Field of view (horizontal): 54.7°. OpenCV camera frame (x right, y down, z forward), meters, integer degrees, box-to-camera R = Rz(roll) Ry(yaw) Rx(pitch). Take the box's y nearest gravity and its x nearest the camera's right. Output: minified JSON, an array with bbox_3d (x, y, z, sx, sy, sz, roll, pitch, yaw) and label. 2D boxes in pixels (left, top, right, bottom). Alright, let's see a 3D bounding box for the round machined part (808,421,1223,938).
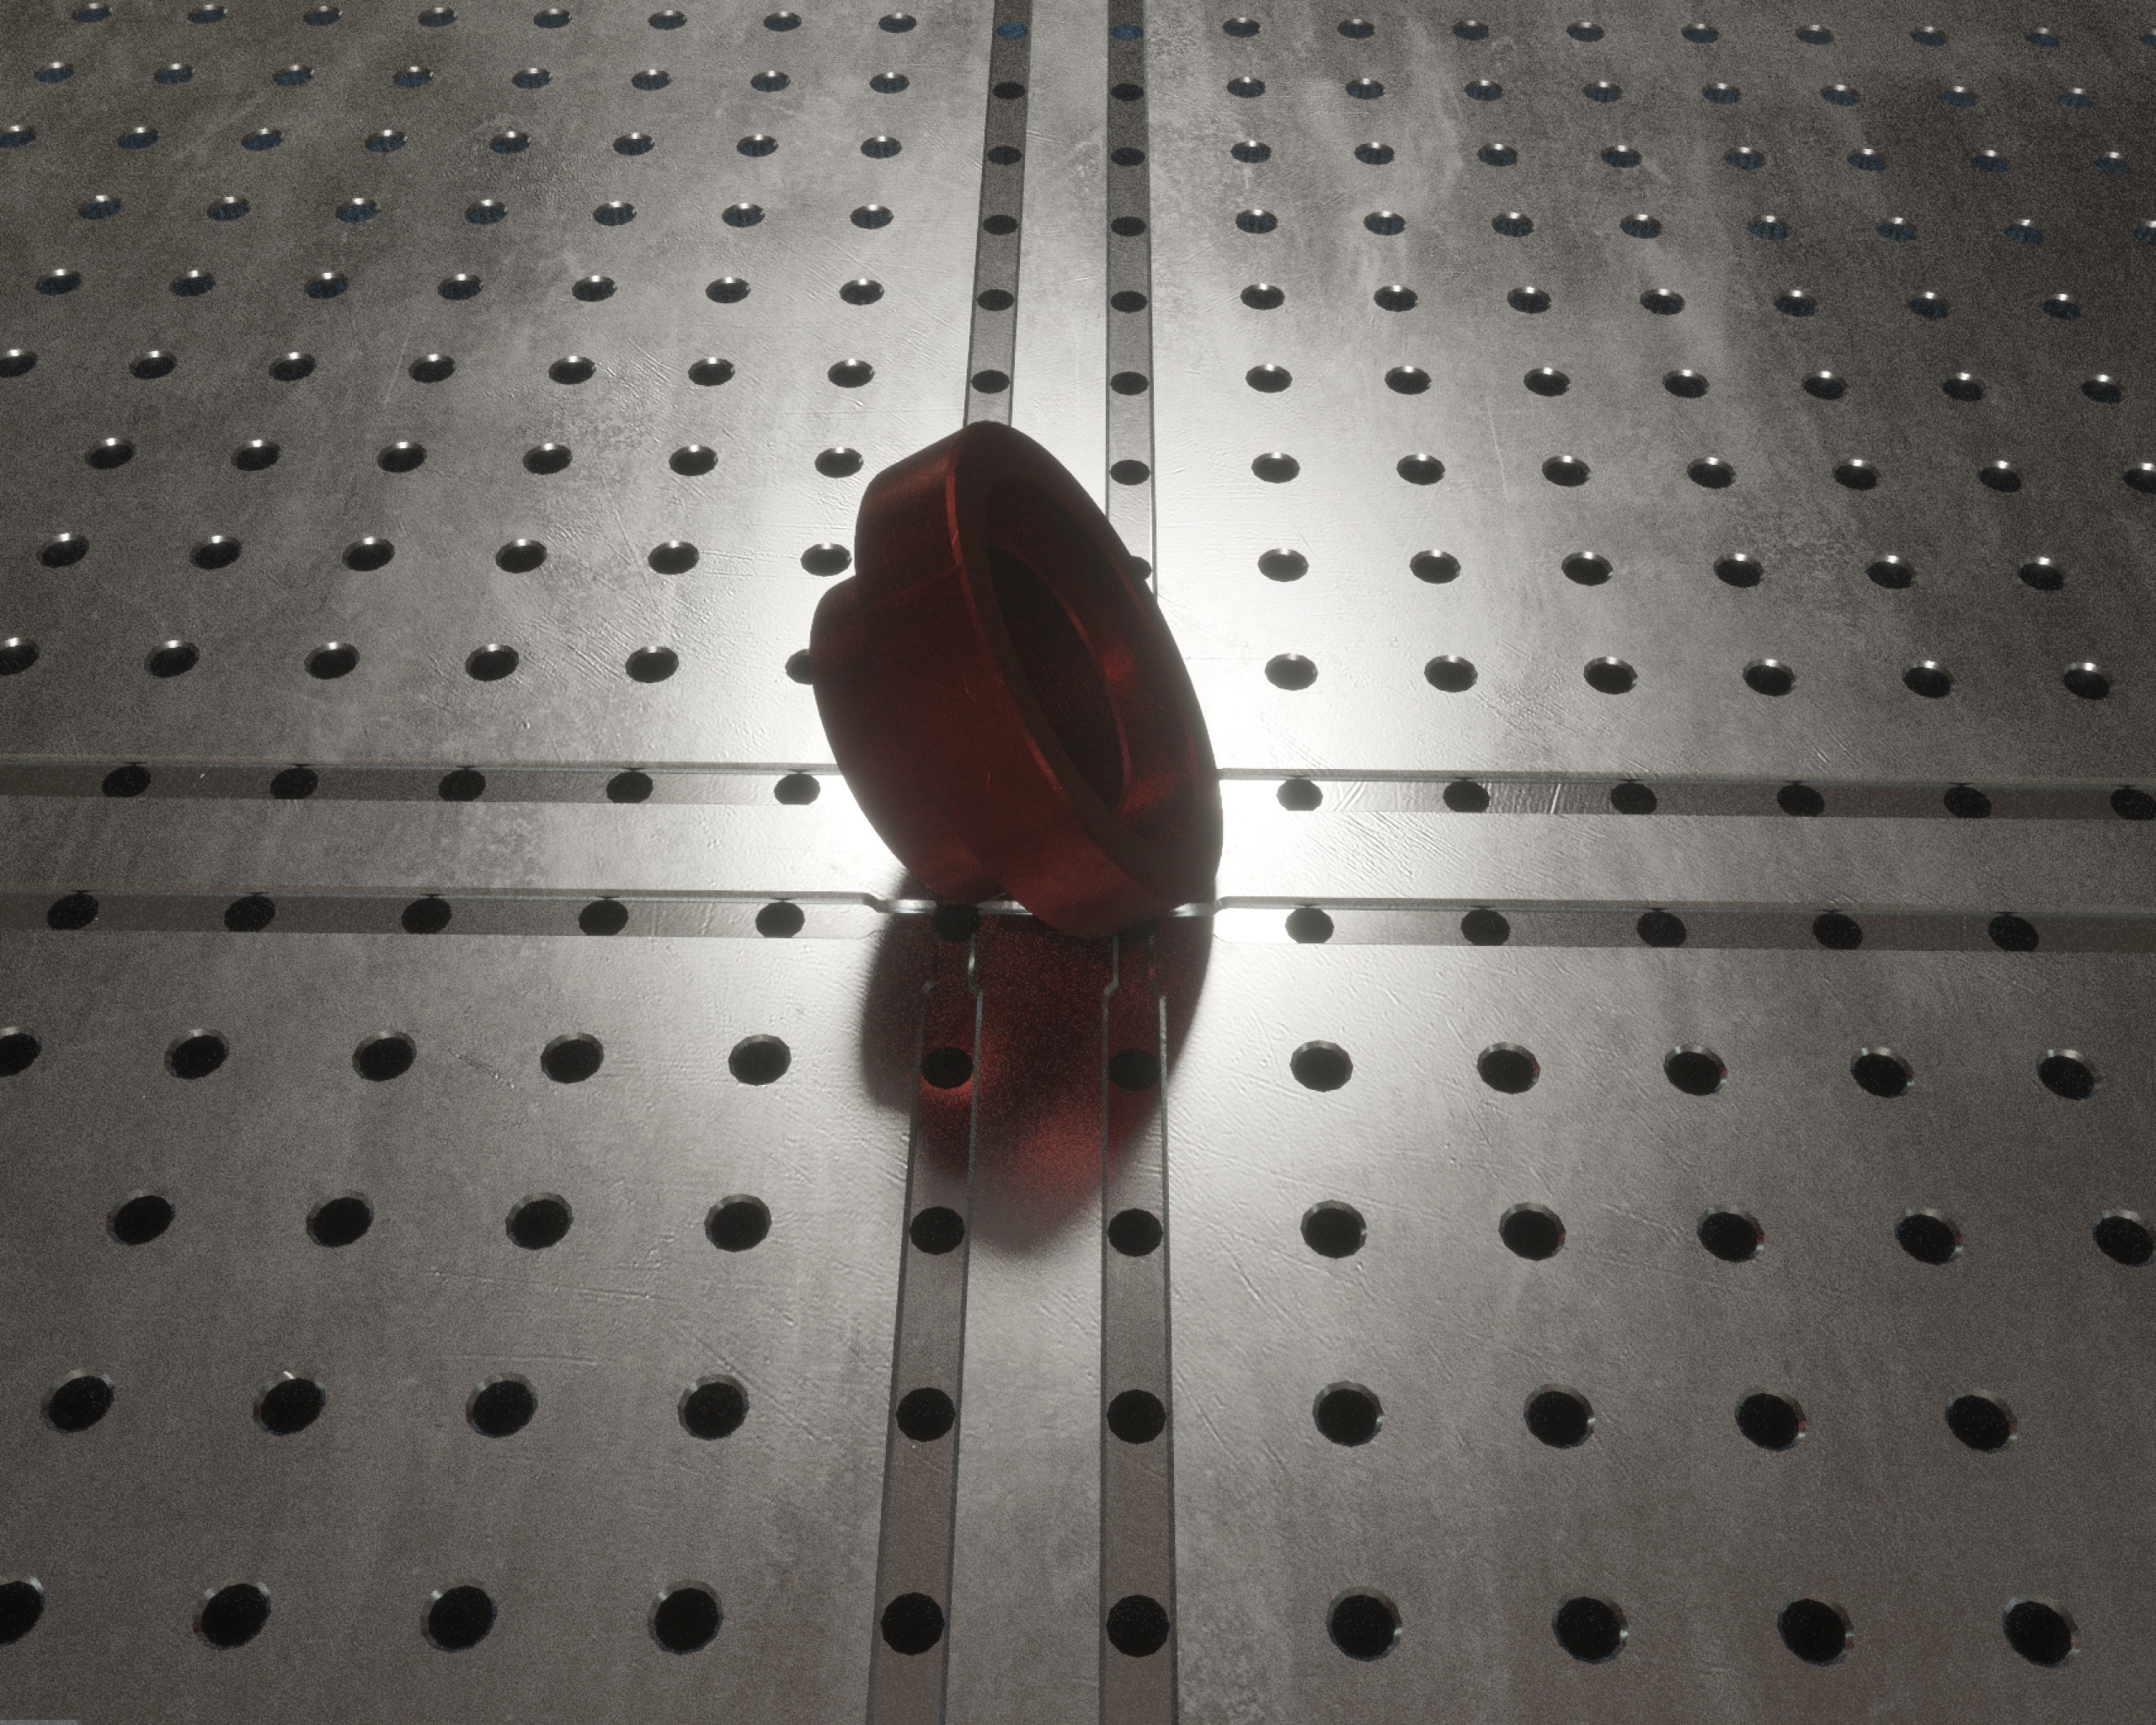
[{"bbox_3d":[-0.014,-0.031,0.397,0.042,0.098,0.098,-23,46,22],"label":"round machined part"}]
